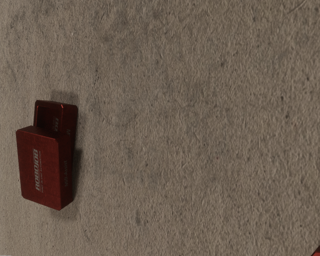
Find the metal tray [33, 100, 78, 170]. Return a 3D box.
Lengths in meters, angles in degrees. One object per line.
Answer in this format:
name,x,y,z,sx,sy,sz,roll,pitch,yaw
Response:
metal tray,-0.192,0.018,0.556,0.090,0.030,0.129,11,97,39

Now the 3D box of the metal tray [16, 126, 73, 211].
metal tray,-0.196,0.067,0.528,0.090,0.030,0.129,11,110,22

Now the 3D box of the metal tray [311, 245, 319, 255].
metal tray,0.197,0.141,0.239,0.130,0.030,0.090,-13,82,38
